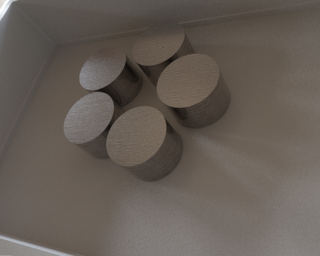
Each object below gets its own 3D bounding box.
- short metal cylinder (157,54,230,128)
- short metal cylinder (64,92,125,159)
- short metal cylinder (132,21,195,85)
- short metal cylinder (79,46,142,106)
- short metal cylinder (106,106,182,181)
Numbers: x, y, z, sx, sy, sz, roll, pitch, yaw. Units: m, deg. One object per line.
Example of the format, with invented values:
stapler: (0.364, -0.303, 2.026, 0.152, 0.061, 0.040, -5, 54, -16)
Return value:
short metal cylinder: (0.043, -0.047, 0.393, 0.080, 0.050, 0.080, -13, 56, 21)
short metal cylinder: (-0.086, -0.003, 0.434, 0.080, 0.050, 0.080, -13, 56, 21)
short metal cylinder: (0.007, -0.107, 0.449, 0.080, 0.050, 0.080, -13, 56, 21)
short metal cylinder: (-0.074, -0.077, 0.474, 0.080, 0.050, 0.080, -13, 56, 21)
short metal cylinder: (-0.019, 0.020, 0.385, 0.080, 0.050, 0.080, -13, 56, 21)
